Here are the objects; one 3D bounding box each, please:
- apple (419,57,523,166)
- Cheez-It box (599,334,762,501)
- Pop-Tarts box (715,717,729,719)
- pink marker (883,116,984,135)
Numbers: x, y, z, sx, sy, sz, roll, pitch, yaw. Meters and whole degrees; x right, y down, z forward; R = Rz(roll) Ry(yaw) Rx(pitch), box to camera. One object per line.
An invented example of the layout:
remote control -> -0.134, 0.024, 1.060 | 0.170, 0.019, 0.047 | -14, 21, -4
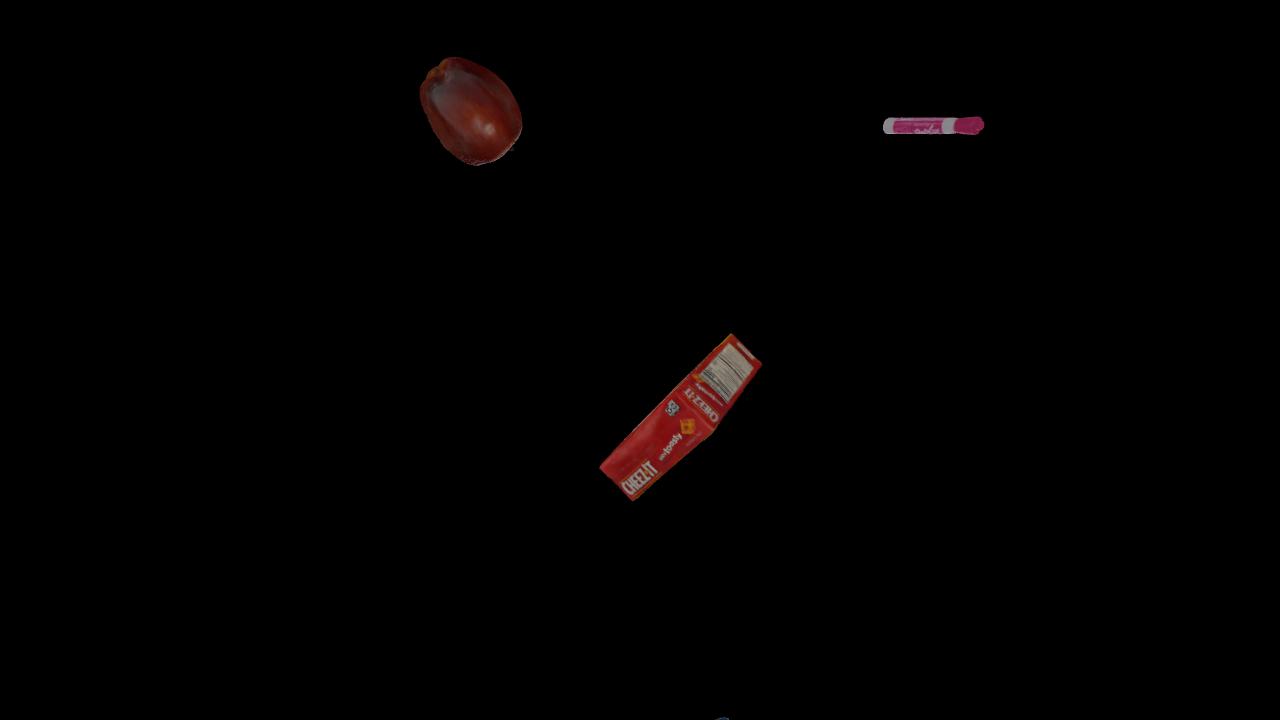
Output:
apple -> -0.148, -0.220, 0.549 | 0.079, 0.079, 0.093 | 0, -33, 42
Cheez-It box -> 0.061, 0.071, 0.820 | 0.166, 0.071, 0.223 | -49, -6, 32
Pop-Tarts box -> 0.034, 0.470, 0.618 | 0.167, 0.141, 0.083 | -40, -38, 22
pink marker -> 0.334, -0.268, 0.703 | 0.020, 0.020, 0.121 | 0, 18, -33
